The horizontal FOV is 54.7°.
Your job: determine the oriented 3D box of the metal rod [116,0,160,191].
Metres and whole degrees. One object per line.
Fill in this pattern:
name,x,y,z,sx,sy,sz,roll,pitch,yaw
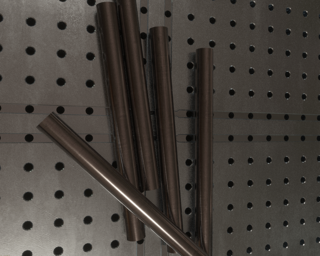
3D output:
metal rod,-0.031,-0.068,0.401,0.025,0.025,0.298,-8,93,-20

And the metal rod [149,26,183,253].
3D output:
metal rod,0.010,0.017,0.417,0.025,0.025,0.298,-5,92,-20

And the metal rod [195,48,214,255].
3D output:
metal rod,0.062,0.039,0.437,0.025,0.025,0.298,0,90,-20

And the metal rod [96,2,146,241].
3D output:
metal rod,-0.049,-0.006,0.395,0.025,0.025,0.298,-8,93,-20

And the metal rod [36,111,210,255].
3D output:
metal rod,-0.025,0.094,0.376,0.300,0.025,0.025,46,76,-15
